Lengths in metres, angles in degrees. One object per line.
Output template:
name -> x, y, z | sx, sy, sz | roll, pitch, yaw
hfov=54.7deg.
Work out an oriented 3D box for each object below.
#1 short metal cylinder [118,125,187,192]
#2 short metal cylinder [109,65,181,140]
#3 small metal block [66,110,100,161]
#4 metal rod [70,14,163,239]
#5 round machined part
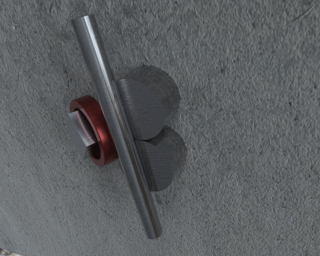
short metal cylinder -> -0.010, 0.039, 0.421 | 0.080, 0.050, 0.079 | 13, 123, 21
short metal cylinder -> -0.021, -0.032, 0.384 | 0.080, 0.050, 0.079 | 13, 124, 21
small metal block -> -0.101, 0.009, 0.415 | 0.050, 0.025, 0.050 | 57, 151, 14
metal rod -> -0.044, 0.017, 0.378 | 0.025, 0.025, 0.298 | -1, 118, 29
round machined part -> -0.081, 0.001, 0.424 | 0.098, 0.042, 0.097 | 40, 143, 39
